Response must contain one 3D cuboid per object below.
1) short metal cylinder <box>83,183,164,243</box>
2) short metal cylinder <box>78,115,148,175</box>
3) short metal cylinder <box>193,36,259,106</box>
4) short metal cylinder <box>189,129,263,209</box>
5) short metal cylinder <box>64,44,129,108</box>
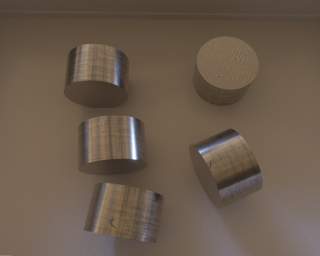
[{"bbox_3d":[-0.039,0.095,0.345,0.080,0.080,0.050,9,71,3],"label":"short metal cylinder"},{"bbox_3d":[-0.057,0.023,0.371,0.081,0.080,0.050,-5,70,-2],"label":"short metal cylinder"},{"bbox_3d":[0.088,-0.077,0.425,0.081,0.050,0.080,0,70,0],"label":"short metal cylinder"},{"bbox_3d":[0.075,0.047,0.364,0.050,0.080,0.080,-23,72,-8],"label":"short metal cylinder"},{"bbox_3d":[-0.081,-0.065,0.403,0.081,0.080,0.050,0,70,0],"label":"short metal cylinder"}]
